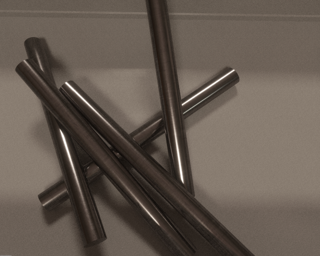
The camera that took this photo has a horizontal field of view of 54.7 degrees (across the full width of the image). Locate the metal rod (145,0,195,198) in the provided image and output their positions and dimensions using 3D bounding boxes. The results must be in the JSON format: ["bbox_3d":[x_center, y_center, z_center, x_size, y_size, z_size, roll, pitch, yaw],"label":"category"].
[{"bbox_3d":[0.009,-0.062,0.373,0.025,0.025,0.298,-9,93,-4],"label":"metal rod"}]

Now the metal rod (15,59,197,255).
[{"bbox_3d":[-0.066,0.036,0.368,0.025,0.025,0.300,-41,86,-14],"label":"metal rod"}]

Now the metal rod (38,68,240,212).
[{"bbox_3d":[-0.018,0.008,0.406,0.301,0.025,0.025,-34,74,-12],"label":"metal rod"}]

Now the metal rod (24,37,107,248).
[{"bbox_3d":[-0.127,-0.001,0.389,0.025,0.025,0.299,-22,65,-8],"label":"metal rod"}]

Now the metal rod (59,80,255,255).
[{"bbox_3d":[-0.012,0.049,0.365,0.300,0.025,0.025,43,75,12],"label":"metal rod"}]
